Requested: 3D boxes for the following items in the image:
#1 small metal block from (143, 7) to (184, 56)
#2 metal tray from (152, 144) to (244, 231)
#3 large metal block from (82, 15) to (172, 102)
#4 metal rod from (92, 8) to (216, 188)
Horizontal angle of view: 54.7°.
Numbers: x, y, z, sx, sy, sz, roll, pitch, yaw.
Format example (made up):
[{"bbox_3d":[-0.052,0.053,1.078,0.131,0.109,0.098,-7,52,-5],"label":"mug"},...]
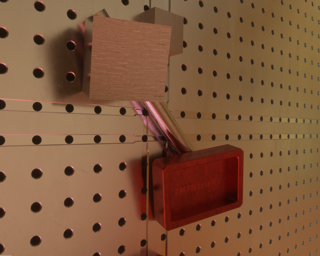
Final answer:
[{"bbox_3d":[0.004,-0.127,0.415,0.050,0.025,0.050,2,89,-40],"label":"small metal block"},{"bbox_3d":[0.056,0.078,0.428,0.131,0.030,0.089,-9,104,-27],"label":"metal tray"},{"bbox_3d":[-0.038,-0.073,0.336,0.081,0.050,0.079,0,105,-23],"label":"large metal block"},{"bbox_3d":[0.002,-0.016,0.413,0.025,0.025,0.299,-49,119,-29],"label":"metal rod"}]
